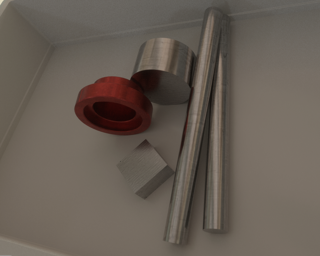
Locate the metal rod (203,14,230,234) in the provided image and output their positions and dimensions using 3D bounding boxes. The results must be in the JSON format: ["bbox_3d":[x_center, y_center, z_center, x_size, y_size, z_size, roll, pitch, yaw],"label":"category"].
[{"bbox_3d":[0.073,-0.027,0.382,0.025,0.025,0.299,-7,59,24],"label":"metal rod"}]

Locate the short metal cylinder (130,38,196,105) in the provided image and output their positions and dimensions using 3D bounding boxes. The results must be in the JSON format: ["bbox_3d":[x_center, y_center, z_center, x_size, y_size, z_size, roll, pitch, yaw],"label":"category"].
[{"bbox_3d":[0.005,-0.073,0.411,0.080,0.080,0.050,-2,61,27],"label":"short metal cylinder"}]

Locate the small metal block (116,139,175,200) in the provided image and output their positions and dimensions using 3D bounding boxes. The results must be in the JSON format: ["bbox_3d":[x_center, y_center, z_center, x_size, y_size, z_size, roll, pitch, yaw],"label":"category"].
[{"bbox_3d":[-0.018,0.050,0.383,0.050,0.025,0.050,-41,51,-1],"label":"small metal block"}]

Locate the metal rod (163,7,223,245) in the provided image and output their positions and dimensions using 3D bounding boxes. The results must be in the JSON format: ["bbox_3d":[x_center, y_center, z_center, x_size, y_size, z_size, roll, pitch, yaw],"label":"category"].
[{"bbox_3d":[0.044,-0.018,0.372,0.025,0.025,0.299,1,68,28],"label":"metal rod"}]

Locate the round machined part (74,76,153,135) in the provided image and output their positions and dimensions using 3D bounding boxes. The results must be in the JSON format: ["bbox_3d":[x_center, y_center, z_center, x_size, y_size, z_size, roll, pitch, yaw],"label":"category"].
[{"bbox_3d":[-0.058,-0.031,0.407,0.098,0.098,0.042,-7,59,24],"label":"round machined part"}]
